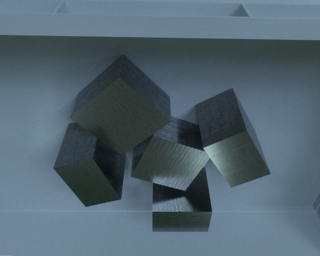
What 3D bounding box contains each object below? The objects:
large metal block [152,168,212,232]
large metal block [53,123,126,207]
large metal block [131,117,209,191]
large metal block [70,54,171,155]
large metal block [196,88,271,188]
[{"bbox_3d":[0.030,0.106,0.462,0.081,0.080,0.050,1,130,-1],"label":"large metal block"},{"bbox_3d":[-0.086,0.043,0.407,0.050,0.080,0.080,-15,129,12],"label":"large metal block"},{"bbox_3d":[0.013,0.033,0.419,0.081,0.050,0.079,17,128,-15],"label":"large metal block"},{"bbox_3d":[-0.044,-0.025,0.368,0.080,0.050,0.080,-35,123,25],"label":"large metal block"},{"bbox_3d":[0.089,0.012,0.382,0.050,0.080,0.080,-25,126,19],"label":"large metal block"}]
